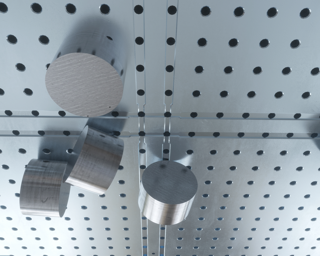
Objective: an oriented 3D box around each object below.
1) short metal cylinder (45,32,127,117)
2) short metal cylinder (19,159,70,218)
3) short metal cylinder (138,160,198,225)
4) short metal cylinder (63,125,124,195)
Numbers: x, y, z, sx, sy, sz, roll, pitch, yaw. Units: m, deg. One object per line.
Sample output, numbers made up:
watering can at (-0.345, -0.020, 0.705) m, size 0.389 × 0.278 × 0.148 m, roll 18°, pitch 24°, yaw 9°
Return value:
short metal cylinder at (-0.079, -0.059, 0.344) m, size 0.081 × 0.050 × 0.079 m, roll -1°, pitch 130°, yaw 0°
short metal cylinder at (-0.162, 0.086, 0.447) m, size 0.050 × 0.080 × 0.079 m, roll 6°, pitch 130°, yaw -6°
short metal cylinder at (0.011, 0.094, 0.456) m, size 0.081 × 0.080 × 0.050 m, roll 6°, pitch 130°, yaw -6°
short metal cylinder at (-0.089, 0.043, 0.411) m, size 0.050 × 0.080 × 0.080 m, roll 24°, pitch 126°, yaw -20°
